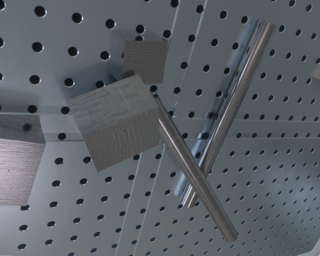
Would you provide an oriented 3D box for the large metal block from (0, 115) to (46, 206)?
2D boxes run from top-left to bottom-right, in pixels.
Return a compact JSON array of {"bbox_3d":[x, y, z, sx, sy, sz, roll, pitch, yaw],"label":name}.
[{"bbox_3d":[-0.173,0.032,0.320,0.081,0.050,0.079,11,113,-33],"label":"large metal block"}]

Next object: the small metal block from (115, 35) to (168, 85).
[{"bbox_3d":[-0.022,-0.077,0.351,0.050,0.025,0.050,-7,122,-25],"label":"small metal block"}]

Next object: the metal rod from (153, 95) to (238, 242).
[{"bbox_3d":[0.055,0.076,0.459,0.025,0.025,0.299,-35,120,-5],"label":"metal rod"}]

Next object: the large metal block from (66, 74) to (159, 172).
[{"bbox_3d":[-0.048,-0.004,0.348,0.081,0.050,0.080,-24,151,-14],"label":"large metal block"}]

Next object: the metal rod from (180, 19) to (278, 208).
[{"bbox_3d":[0.093,-0.007,0.457,0.025,0.025,0.298,6,115,-31],"label":"metal rod"}]
